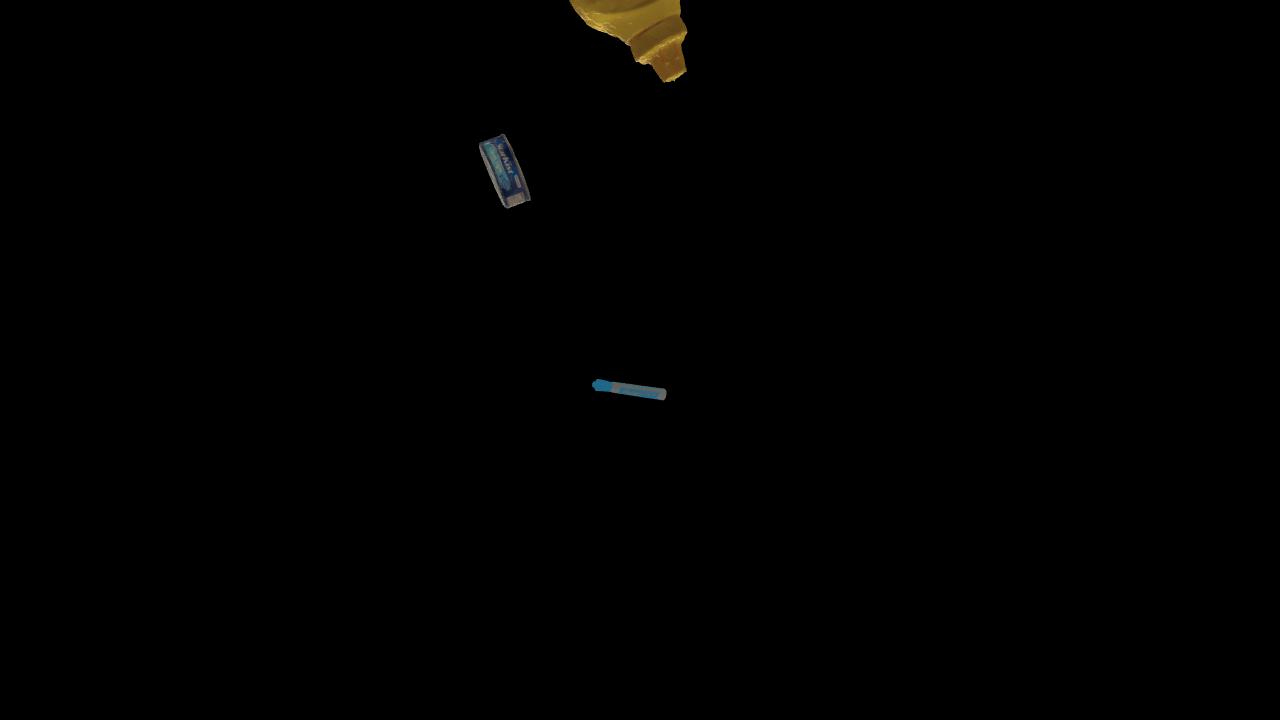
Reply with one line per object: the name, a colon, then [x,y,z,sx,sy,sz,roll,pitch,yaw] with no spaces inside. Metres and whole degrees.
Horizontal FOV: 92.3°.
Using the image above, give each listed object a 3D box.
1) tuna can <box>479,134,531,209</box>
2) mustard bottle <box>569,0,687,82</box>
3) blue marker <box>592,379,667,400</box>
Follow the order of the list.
tuna can: [-0.166,-0.230,0.754,0.034,0.084,0.084,-24,4,-9]
mustard bottle: [-0.016,-0.281,0.422,0.092,0.184,0.054,-32,15,-12]
blue marker: [-0.016,0.046,0.955,0.121,0.020,0.020,10,-4,-23]
